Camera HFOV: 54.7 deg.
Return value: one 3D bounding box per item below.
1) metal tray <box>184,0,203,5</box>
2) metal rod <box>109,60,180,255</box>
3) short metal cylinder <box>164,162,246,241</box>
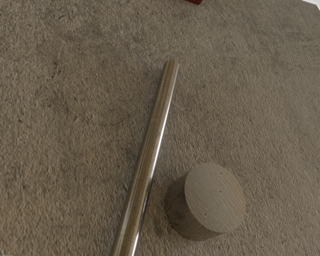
[{"bbox_3d":[0.024,-0.296,0.596,0.131,0.030,0.090,9,58,-24],"label":"metal tray"},{"bbox_3d":[-0.011,0.023,0.384,0.025,0.025,0.300,24,53,-14],"label":"metal rod"},{"bbox_3d":[0.052,0.087,0.364,0.081,0.050,0.080,14,56,-21],"label":"short metal cylinder"}]
